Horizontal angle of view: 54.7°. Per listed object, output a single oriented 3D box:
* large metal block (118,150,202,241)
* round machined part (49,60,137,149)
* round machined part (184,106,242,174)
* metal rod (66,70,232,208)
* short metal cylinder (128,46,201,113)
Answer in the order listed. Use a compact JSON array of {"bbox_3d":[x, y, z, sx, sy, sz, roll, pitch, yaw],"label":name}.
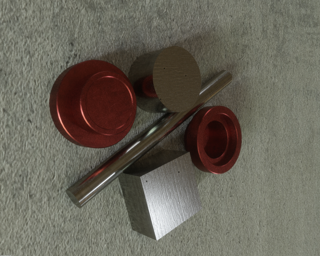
[{"bbox_3d":[0.001,0.079,0.392,0.081,0.050,0.080,-22,104,-38],"label":"large metal block"},{"bbox_3d":[-0.065,-0.026,0.340,0.099,0.042,0.097,0,90,-40],"label":"round machined part"},{"bbox_3d":[0.074,0.017,0.457,0.099,0.042,0.097,0,90,-40],"label":"round machined part"},{"bbox_3d":[0.006,-0.003,0.413,0.302,0.025,0.025,-39,114,-33],"label":"metal rod"},{"bbox_3d":[0.007,-0.059,0.395,0.081,0.050,0.079,0,90,-40],"label":"short metal cylinder"}]
